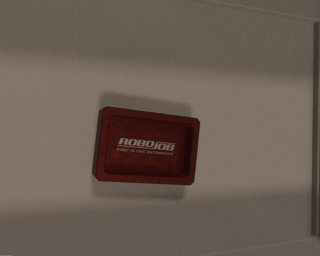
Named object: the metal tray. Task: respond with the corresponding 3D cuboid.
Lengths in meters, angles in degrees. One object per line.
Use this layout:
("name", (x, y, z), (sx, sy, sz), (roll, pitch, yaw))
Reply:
("metal tray", (-0.016, 0.025, 0.402), (0.131, 0.030, 0.089), (7, 88, -20))
